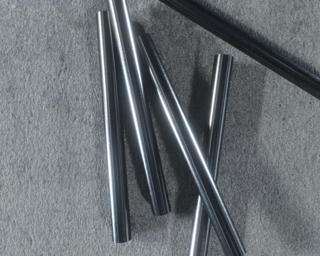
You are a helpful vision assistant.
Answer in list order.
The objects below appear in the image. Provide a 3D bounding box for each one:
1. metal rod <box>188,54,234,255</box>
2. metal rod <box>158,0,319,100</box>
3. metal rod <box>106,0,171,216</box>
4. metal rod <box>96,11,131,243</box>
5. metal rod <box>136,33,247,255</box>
[{"bbox_3d":[0.065,0.053,0.410,0.025,0.025,0.298,8,90,-1],"label":"metal rod"},{"bbox_3d":[0.099,-0.122,0.411,0.301,0.025,0.025,32,90,-1],"label":"metal rod"},{"bbox_3d":[-0.028,-0.034,0.400,0.025,0.025,0.298,-12,94,0],"label":"metal rod"},{"bbox_3d":[-0.061,-0.001,0.409,0.025,0.025,0.298,-4,90,-1],"label":"metal rod"},{"bbox_3d":[0.034,0.018,0.392,0.025,0.025,0.299,-23,83,0],"label":"metal rod"}]
